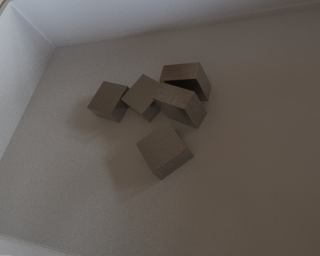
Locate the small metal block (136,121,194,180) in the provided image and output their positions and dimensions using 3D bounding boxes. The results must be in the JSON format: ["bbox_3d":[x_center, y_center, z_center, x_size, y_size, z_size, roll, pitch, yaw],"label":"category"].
[{"bbox_3d":[0.006,0.028,0.385,0.050,0.025,0.050,-37,51,3],"label":"small metal block"}]

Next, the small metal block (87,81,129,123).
[{"bbox_3d":[-0.073,-0.040,0.467,0.050,0.025,0.050,17,70,34],"label":"small metal block"}]

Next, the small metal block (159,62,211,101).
[{"bbox_3d":[0.034,-0.059,0.407,0.050,0.050,0.025,0,62,28],"label":"small metal block"}]

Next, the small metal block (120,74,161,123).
[{"bbox_3d":[-0.019,-0.043,0.441,0.050,0.025,0.050,35,81,38],"label":"small metal block"}]

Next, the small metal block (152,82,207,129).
[{"bbox_3d":[0.025,-0.028,0.393,0.050,0.050,0.025,22,74,36],"label":"small metal block"}]
